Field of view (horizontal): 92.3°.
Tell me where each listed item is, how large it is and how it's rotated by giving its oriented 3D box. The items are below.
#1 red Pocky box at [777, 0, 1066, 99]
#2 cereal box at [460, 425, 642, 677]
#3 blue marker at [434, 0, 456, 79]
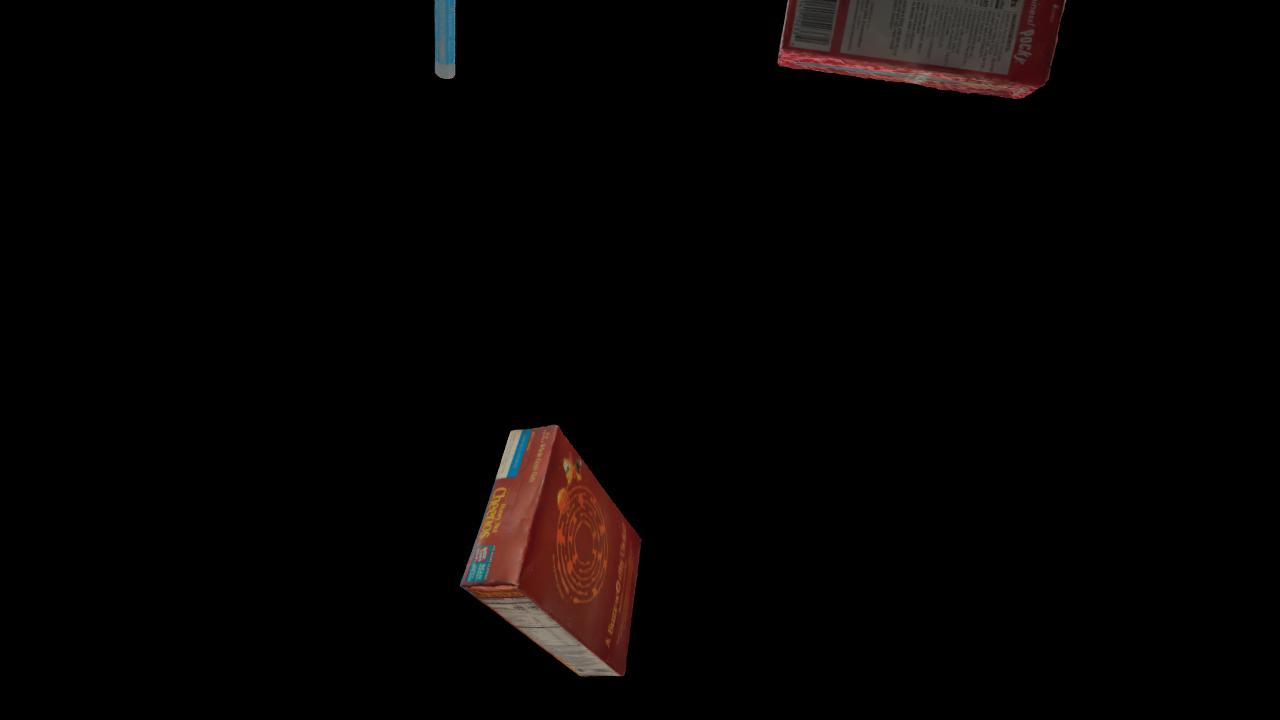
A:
[{"bbox_3d":[0.166,-0.210,0.366,0.155,0.083,0.028,10,4,4],"label":"red Pocky box"},{"bbox_3d":[-0.093,0.253,0.788,0.081,0.203,0.306,-10,-44,20],"label":"cereal box"},{"bbox_3d":[-0.172,-0.307,0.542,0.020,0.020,0.121,0,-31,-17],"label":"blue marker"}]
